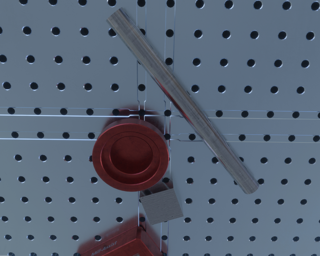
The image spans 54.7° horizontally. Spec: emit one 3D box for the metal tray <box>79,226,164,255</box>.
[{"bbox_3d":[-0.063,0.222,0.491,0.130,0.030,0.090,-30,108,10],"label":"metal tray"}]

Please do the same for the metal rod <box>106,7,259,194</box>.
[{"bbox_3d":[0.039,-0.024,0.405,0.025,0.025,0.300,-37,107,12],"label":"metal rod"}]

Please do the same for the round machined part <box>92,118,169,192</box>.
[{"bbox_3d":[-0.038,0.033,0.416,0.099,0.042,0.097,0,110,-1],"label":"round machined part"}]

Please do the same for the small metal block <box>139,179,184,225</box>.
[{"bbox_3d":[0.003,0.109,0.454,0.050,0.025,0.050,-17,110,6],"label":"small metal block"}]
